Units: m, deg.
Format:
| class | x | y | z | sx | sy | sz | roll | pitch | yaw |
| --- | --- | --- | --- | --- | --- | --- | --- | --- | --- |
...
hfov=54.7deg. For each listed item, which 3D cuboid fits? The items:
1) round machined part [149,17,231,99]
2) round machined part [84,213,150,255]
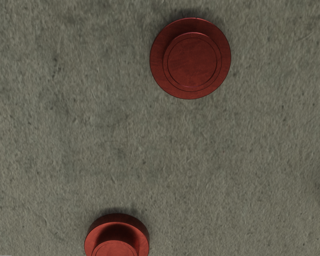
| class | x | y | z | sx | sy | sz | roll | pitch | yaw |
| --- | --- | --- | --- | --- | --- | --- | --- | --- | --- |
| round machined part | 0.037 | -0.081 | 0.371 | 0.099 | 0.042 | 0.097 | 0 | 110 | -1 |
| round machined part | -0.065 | 0.182 | 0.467 | 0.099 | 0.042 | 0.097 | 0 | 110 | -1 |
